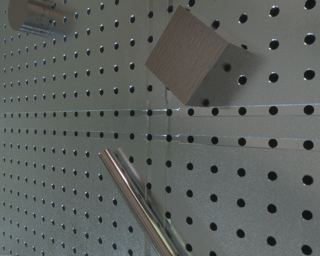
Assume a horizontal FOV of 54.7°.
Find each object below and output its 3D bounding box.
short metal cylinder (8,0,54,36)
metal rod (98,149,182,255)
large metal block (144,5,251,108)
[{"bbox_3d":[-0.251,-0.223,0.601,0.080,0.050,0.079,0,90,40],"label":"short metal cylinder"},{"bbox_3d":[-0.002,0.146,0.411,0.300,0.025,0.025,52,120,27],"label":"metal rod"},{"bbox_3d":[0.041,-0.081,0.360,0.080,0.050,0.080,49,119,29],"label":"large metal block"}]
